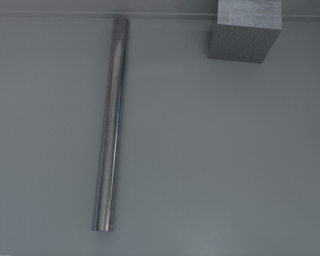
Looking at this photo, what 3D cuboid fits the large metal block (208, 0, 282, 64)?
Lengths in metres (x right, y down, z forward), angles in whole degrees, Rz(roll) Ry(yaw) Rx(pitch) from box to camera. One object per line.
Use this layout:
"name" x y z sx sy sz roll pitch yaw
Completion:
"large metal block" 0.114 -0.136 0.432 0.080 0.080 0.050 6 70 2

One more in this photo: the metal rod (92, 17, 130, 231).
"metal rod" -0.063 -0.019 0.415 0.025 0.025 0.299 2 70 0
